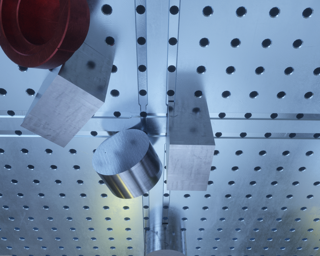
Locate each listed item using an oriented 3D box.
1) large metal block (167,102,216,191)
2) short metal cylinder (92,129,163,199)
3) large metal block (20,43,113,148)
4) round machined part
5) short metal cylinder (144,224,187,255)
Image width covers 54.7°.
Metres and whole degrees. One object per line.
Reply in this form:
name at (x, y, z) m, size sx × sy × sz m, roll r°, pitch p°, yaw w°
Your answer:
large metal block at (0.035, 0.023, 0.395) m, size 0.050 × 0.080 × 0.079 m, roll 1°, pitch 130°, yaw -1°
short metal cylinder at (-0.043, 0.047, 0.415) m, size 0.080 × 0.080 × 0.050 m, roll -15°, pitch 129°, yaw 12°
large metal block at (-0.099, -0.039, 0.341) m, size 0.050 × 0.080 × 0.080 m, roll 32°, pitch 123°, yaw -25°
round machined part at (-0.105, -0.104, 0.288) m, size 0.098 × 0.042 × 0.097 m, roll 3°, pitch 96°, yaw 28°
short metal cylinder at (0.010, 0.228, 0.589) m, size 0.081 × 0.050 × 0.079 m, roll 0°, pitch 130°, yaw 0°
